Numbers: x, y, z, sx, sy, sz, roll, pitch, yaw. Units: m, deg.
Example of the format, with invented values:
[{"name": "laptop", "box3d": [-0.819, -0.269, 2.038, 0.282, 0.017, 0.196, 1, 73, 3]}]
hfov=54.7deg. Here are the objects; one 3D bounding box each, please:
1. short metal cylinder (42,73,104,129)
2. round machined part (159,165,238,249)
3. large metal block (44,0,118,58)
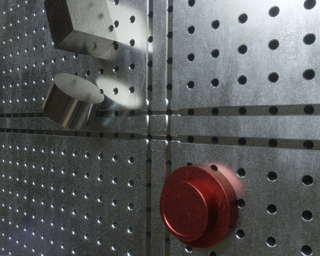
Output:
[{"name": "short metal cylinder", "box3d": [-0.135, -0.042, 0.485, 0.080, 0.081, 0.050, 47, 118, 30]}, {"name": "round machined part", "box3d": [0.038, 0.094, 0.367, 0.098, 0.042, 0.097, 0, 90, 40]}, {"name": "large metal block", "box3d": [-0.120, -0.161, 0.473, 0.050, 0.081, 0.080, -27, 73, 37]}]
